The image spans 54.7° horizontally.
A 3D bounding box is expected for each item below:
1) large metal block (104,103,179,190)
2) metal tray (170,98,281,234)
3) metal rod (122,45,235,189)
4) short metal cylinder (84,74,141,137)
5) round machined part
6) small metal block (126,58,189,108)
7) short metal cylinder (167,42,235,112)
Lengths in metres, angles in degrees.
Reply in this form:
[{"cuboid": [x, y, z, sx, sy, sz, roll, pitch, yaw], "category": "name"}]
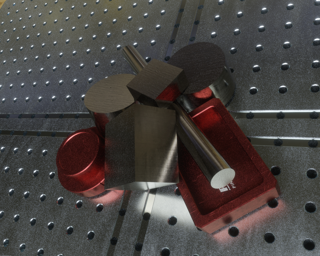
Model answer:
[{"cuboid": [-0.024, 0.026, 0.350, 0.080, 0.050, 0.080, -27, 60, 55], "category": "large metal block"}, {"cuboid": [0.058, 0.037, 0.347, 0.090, 0.030, 0.130, -31, 52, 7], "category": "metal tray"}, {"cuboid": [0.004, -0.038, 0.393, 0.025, 0.025, 0.300, -37, 42, 4], "category": "metal rod"}, {"cuboid": [-0.055, -0.029, 0.420, 0.080, 0.050, 0.080, -8, 44, 9], "category": "short metal cylinder"}, {"cuboid": [-0.100, 0.040, 0.420, 0.098, 0.042, 0.098, -13, 56, 21], "category": "round machined part"}, {"cuboid": [-0.003, -0.051, 0.368, 0.050, 0.025, 0.050, 30, 70, 38], "category": "small metal block"}, {"cuboid": [0.051, -0.063, 0.400, 0.080, 0.050, 0.080, -13, 56, 21], "category": "short metal cylinder"}]
